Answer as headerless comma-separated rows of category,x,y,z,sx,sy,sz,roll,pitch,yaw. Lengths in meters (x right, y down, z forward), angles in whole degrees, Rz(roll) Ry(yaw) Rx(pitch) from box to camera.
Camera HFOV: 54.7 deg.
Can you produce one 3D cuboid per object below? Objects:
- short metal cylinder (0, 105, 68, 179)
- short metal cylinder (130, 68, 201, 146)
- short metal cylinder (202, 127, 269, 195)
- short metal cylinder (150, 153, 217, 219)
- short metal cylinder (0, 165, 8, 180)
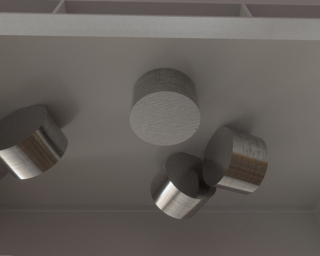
short metal cylinder,-0.164,0.016,0.384,0.080,0.080,0.050,-14,129,11
short metal cylinder,0.006,-0.025,0.372,0.081,0.050,0.079,0,130,0
short metal cylinder,0.098,0.043,0.412,0.050,0.080,0.079,17,128,-14
short metal cylinder,0.033,0.082,0.443,0.081,0.080,0.050,19,127,-16
short metal cylinder,-0.244,0.044,0.399,0.080,0.050,0.080,-33,161,-12
